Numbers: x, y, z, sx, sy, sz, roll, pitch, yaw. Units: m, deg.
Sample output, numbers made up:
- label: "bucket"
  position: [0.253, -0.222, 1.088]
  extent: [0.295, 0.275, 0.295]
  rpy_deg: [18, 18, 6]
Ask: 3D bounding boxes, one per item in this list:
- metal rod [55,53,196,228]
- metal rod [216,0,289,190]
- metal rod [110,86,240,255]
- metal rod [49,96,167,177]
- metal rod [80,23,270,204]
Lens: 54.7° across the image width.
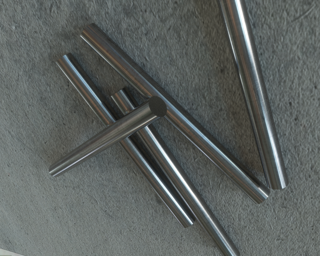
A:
- label: "metal rod"
  position: [-0.043, 0.024, 0.444]
  extent: [0.025, 0.025, 0.299]
  rpy_deg: [-28, 103, 37]
- label: "metal rod"
  position: [0.090, -0.063, 0.319]
  extent: [0.025, 0.025, 0.299]
  rpy_deg: [-8, 115, 32]
- label: "metal rod"
  position: [0.028, 0.073, 0.437]
  extent: [0.025, 0.025, 0.299]
  rpy_deg: [-25, 105, 37]
- label: "metal rod"
  position: [-0.094, 0.026, 0.445]
  extent: [0.299, 0.025, 0.025]
  rpy_deg: [-28, 103, 46]
- label: "metal rod"
  position: [0.021, -0.016, 0.385]
  extent: [0.300, 0.025, 0.025]
  rpy_deg: [43, 129, -2]
